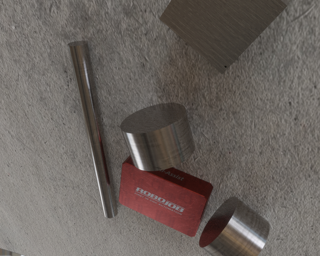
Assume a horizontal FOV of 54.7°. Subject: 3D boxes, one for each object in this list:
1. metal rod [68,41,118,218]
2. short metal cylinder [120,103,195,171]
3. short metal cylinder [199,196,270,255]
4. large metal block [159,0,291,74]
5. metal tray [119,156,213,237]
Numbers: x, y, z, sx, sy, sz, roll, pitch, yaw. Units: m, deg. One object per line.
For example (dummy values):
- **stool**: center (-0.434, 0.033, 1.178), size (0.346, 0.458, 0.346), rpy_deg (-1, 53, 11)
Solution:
- **metal rod**: center (-0.096, 0.021, 0.469), size (0.025, 0.025, 0.298), rpy_deg (10, 123, 23)
- **short metal cylinder**: center (-0.002, 0.009, 0.378), size (0.080, 0.080, 0.050), rpy_deg (-2, 117, 29)
- **short metal cylinder**: center (0.096, 0.138, 0.406), size (0.050, 0.080, 0.080), rpy_deg (38, 129, 3)
- **large metal block**: center (0.061, -0.112, 0.289), size (0.080, 0.050, 0.080), rpy_deg (42, 129, -1)
- **metal tray**: center (0.005, 0.099, 0.463), size (0.130, 0.030, 0.089), rpy_deg (21, 126, 15)
